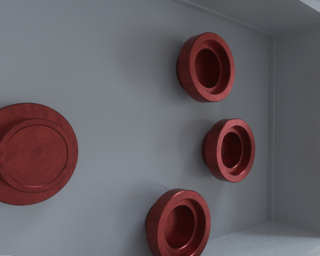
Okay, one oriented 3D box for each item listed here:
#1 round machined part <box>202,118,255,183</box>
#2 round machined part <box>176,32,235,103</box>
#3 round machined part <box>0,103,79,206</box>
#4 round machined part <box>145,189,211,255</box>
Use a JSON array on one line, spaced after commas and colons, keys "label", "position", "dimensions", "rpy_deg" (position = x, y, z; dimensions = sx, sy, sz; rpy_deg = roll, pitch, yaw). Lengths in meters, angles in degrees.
[{"label": "round machined part", "position": [0.103, 0.034, 0.485], "dimensions": [0.099, 0.042, 0.097], "rpy_deg": [0, 90, -40]}, {"label": "round machined part", "position": [0.062, -0.085, 0.450], "dimensions": [0.099, 0.042, 0.097], "rpy_deg": [0, 90, -40]}, {"label": "round machined part", "position": [-0.123, 0.025, 0.294], "dimensions": [0.099, 0.042, 0.097], "rpy_deg": [0, 90, -40]}, {"label": "round machined part", "position": [0.020, 0.130, 0.413], "dimensions": [0.099, 0.042, 0.097], "rpy_deg": [2, 86, -41]}]
